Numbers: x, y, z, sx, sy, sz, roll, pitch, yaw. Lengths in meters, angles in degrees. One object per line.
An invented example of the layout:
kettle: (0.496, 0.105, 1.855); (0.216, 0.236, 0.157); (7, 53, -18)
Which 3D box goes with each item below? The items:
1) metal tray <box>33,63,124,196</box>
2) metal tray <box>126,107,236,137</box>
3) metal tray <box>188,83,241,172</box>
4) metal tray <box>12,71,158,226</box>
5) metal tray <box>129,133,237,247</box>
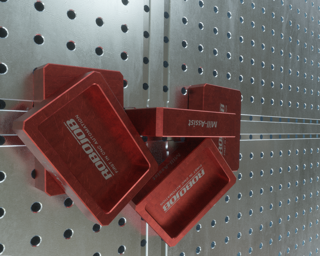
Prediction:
metal tray: (-0.085, 0.001, 0.336); (0.091, 0.030, 0.129); (-1, 92, -40)
metal tray: (0.020, -0.005, 0.384); (0.131, 0.090, 0.030); (2, 89, -40)
metal tray: (0.085, 0.002, 0.479); (0.091, 0.030, 0.129); (4, 88, -40)
metal tray: (-0.066, 0.021, 0.310); (0.090, 0.030, 0.130); (-46, 118, -31)
metal tray: (0.032, 0.081, 0.411); (0.130, 0.030, 0.090); (-42, 118, -13)
